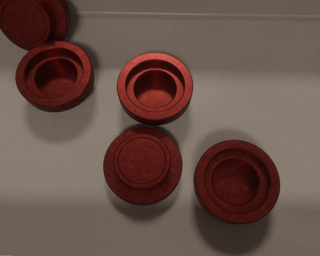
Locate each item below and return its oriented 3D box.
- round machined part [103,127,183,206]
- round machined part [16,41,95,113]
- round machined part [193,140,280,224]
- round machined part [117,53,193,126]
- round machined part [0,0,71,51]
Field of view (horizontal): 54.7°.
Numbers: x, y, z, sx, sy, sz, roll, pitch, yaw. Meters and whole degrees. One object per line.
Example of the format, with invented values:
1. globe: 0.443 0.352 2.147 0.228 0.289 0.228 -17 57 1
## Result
1. round machined part: -0.021 0.045 0.384 0.099 0.042 0.098 0 70 -1
2. round machined part: -0.139 -0.066 0.423 0.099 0.042 0.098 0 70 -1
3. round machined part: 0.090 0.067 0.377 0.099 0.042 0.098 0 70 -1
4. round machined part: -0.006 -0.049 0.418 0.099 0.042 0.098 0 70 -1
5. round machined part: -0.176 -0.149 0.421 0.099 0.097 0.042 3 34 1
